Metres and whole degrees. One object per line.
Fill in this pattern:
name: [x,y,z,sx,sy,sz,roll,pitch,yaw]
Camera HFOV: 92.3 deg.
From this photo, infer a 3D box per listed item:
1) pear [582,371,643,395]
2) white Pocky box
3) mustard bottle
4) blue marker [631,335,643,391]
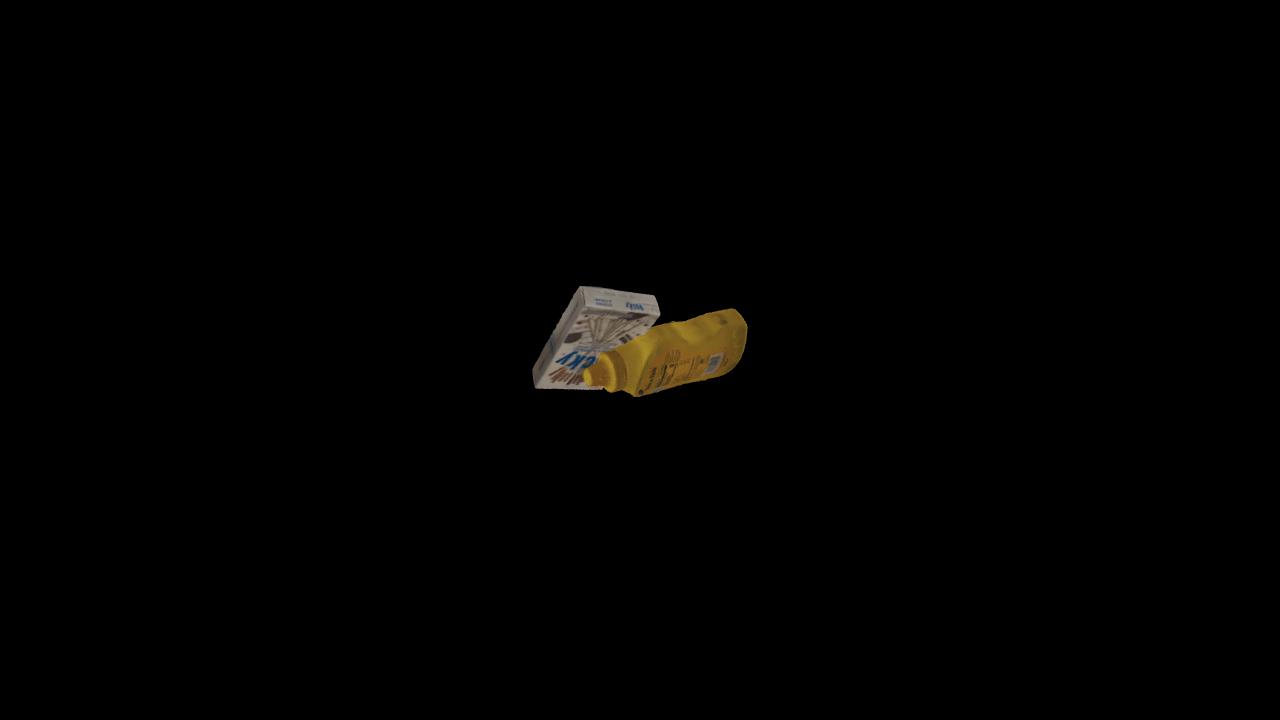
pear: [-0.027,-0.003,0.669,0.111,0.080,0.080,28,17,35]
white Pocky box: [-0.050,-0.017,0.637,0.084,0.028,0.154,3,-33,-28]
mustard bottle: [0.024,-0.001,0.656,0.184,0.054,0.092,-14,-30,-28]
blue marker: [-0.003,0.005,0.758,0.020,0.020,0.121,0,-30,29]
